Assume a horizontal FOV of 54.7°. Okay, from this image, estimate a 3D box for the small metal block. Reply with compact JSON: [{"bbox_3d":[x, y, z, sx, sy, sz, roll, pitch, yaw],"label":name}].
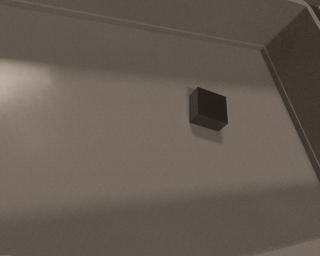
[{"bbox_3d":[0.072,-0.028,0.464,0.050,0.025,0.050,16,55,-19],"label":"small metal block"}]
